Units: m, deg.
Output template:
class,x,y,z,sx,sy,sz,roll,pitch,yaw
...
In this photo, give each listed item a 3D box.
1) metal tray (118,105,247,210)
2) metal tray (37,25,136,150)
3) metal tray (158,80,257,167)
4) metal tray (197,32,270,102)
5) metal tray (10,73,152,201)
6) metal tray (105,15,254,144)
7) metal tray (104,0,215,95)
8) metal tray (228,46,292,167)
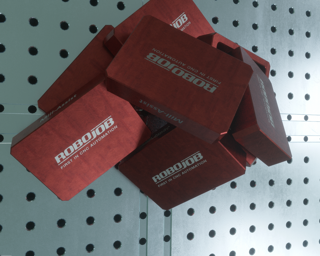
class,x,y,z,sx,sy,sz,roll,pitch,yaw
metal tray,0.024,0.041,0.372,0.090,0.130,0.030,45,34,-16
metal tray,-0.072,-0.049,0.382,0.090,0.030,0.130,41,77,-16
metal tray,0.062,-0.008,0.401,0.130,0.090,0.030,46,76,-14
metal tray,0.097,-0.063,0.422,0.131,0.030,0.090,12,85,-40
metal tray,-0.086,0.011,0.354,0.130,0.030,0.090,-38,118,-5
metal tray,0.021,-0.052,0.324,0.130,0.030,0.090,27,66,2
metal tray,0.005,-0.114,0.391,0.090,0.030,0.130,49,61,-15
metal tray,0.118,-0.028,0.386,0.090,0.030,0.130,33,43,-38
